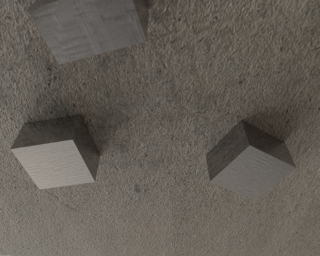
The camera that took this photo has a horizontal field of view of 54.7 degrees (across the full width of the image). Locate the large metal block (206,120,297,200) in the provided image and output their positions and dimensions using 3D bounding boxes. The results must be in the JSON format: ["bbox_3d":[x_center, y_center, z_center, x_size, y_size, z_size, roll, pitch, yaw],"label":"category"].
[{"bbox_3d":[0.123,0.046,0.431,0.080,0.050,0.080,25,126,-20],"label":"large metal block"}]

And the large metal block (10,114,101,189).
[{"bbox_3d":[-0.135,0.033,0.418,0.080,0.050,0.080,-9,130,7],"label":"large metal block"}]

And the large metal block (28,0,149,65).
[{"bbox_3d":[-0.057,-0.108,0.279,0.080,0.080,0.050,-12,129,10],"label":"large metal block"}]
